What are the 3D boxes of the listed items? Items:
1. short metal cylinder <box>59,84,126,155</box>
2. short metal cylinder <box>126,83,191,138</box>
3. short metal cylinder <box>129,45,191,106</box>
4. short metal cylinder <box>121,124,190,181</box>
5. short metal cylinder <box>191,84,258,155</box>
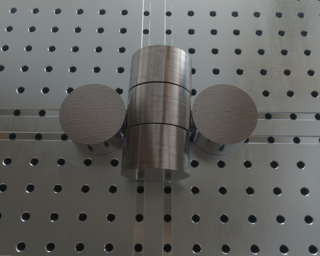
[{"bbox_3d":[-0.082,-0.010,0.400,0.081,0.050,0.080,0,70,0],"label":"short metal cylinder"},{"bbox_3d":[-0.001,-0.016,0.388,0.081,0.080,0.050,2,70,0],"label":"short metal cylinder"},{"bbox_3d":[0.001,-0.064,0.405,0.081,0.080,0.050,2,70,0],"label":"short metal cylinder"},{"bbox_3d":[-0.005,0.032,0.370,0.081,0.080,0.050,1,70,0],"label":"short metal cylinder"},{"bbox_3d":[0.079,-0.010,0.402,0.081,0.050,0.080,0,70,0],"label":"short metal cylinder"}]
